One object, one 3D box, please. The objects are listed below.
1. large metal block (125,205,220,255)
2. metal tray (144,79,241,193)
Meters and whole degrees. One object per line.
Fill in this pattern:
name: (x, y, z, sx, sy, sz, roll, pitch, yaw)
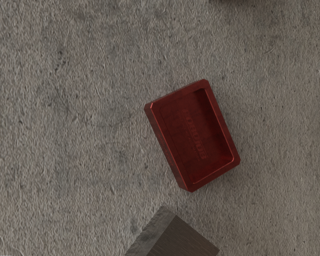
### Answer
large metal block: (0.015, 0.162, 0.402, 0.080, 0.050, 0.080, 42, 77, -15)
metal tray: (0.046, 0.010, 0.423, 0.091, 0.030, 0.129, -27, 99, -18)
